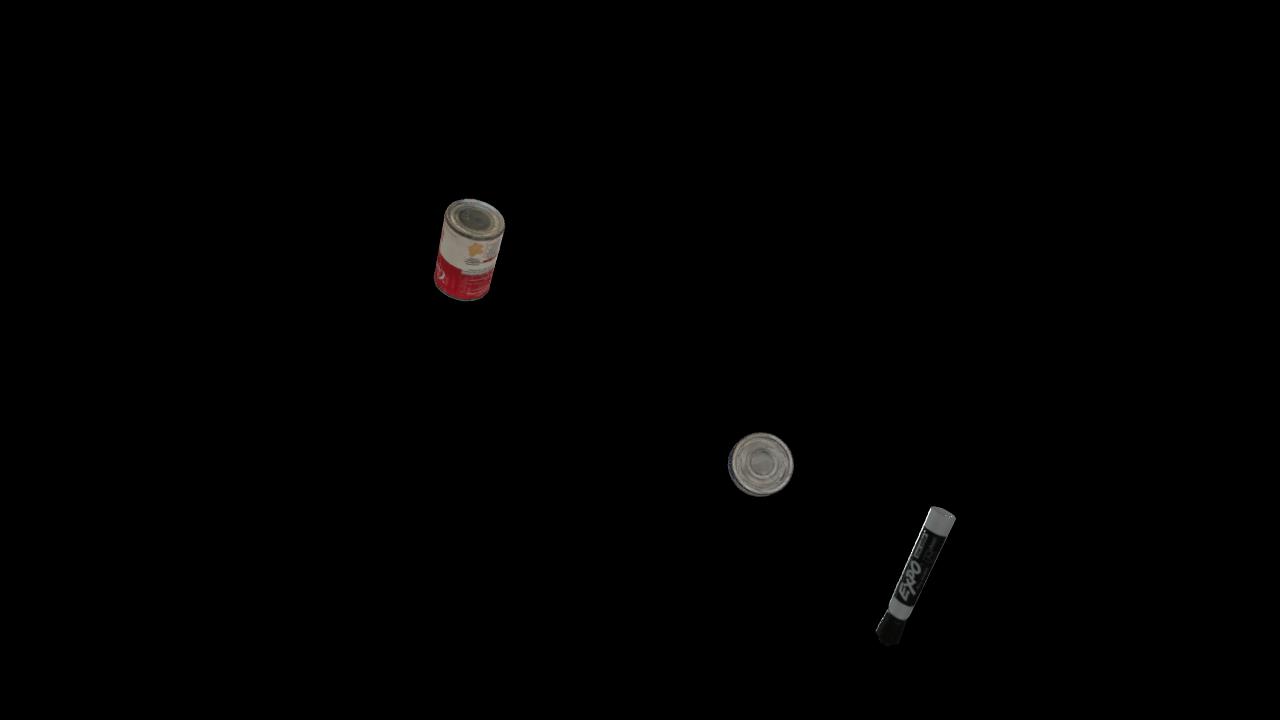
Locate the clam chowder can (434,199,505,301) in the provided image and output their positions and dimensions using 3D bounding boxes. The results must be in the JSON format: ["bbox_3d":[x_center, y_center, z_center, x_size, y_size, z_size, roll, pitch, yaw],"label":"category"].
[{"bbox_3d":[-0.199,-0.127,0.716,0.068,0.068,0.102,0,-37,-27],"label":"clam chowder can"}]

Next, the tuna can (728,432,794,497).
[{"bbox_3d":[0.161,0.139,0.819,0.084,0.084,0.034,0,-15,2],"label":"tuna can"}]

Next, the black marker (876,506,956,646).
[{"bbox_3d":[0.214,0.172,0.482,0.020,0.121,0.020,16,13,-4],"label":"black marker"}]
